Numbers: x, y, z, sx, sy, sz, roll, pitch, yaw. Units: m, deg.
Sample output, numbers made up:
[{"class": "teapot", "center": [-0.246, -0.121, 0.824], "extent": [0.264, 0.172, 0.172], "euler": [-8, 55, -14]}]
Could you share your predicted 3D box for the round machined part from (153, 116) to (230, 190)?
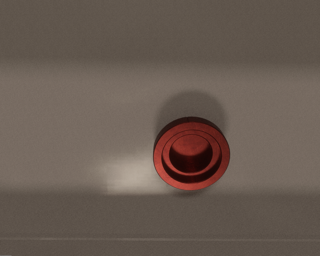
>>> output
[{"class": "round machined part", "center": [0.040, 0.030, 0.414], "extent": [0.099, 0.042, 0.097], "euler": [0, 110, -1]}]
